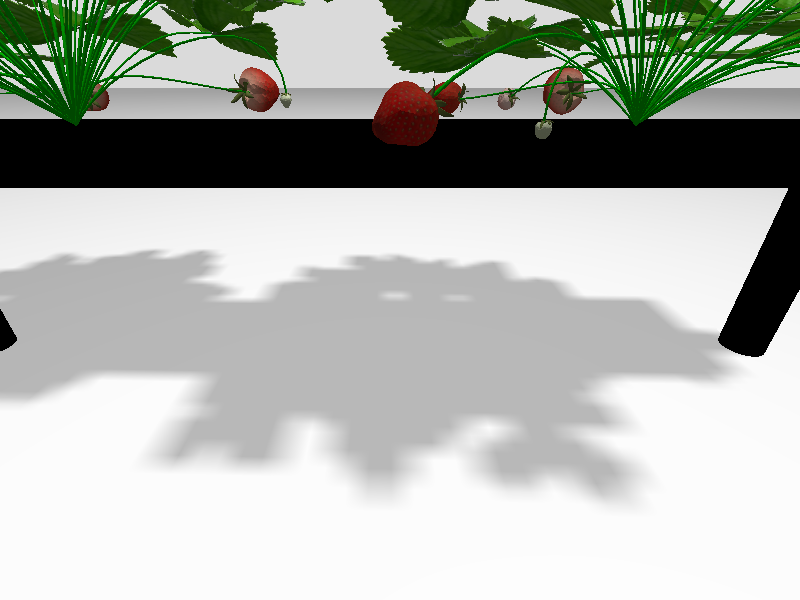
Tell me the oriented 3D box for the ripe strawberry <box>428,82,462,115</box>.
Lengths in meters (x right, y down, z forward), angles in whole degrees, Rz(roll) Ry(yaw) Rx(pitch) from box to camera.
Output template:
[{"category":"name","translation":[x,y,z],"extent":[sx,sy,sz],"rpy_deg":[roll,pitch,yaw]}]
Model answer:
[{"category":"ripe strawberry","translation":[0.042,-0.195,0.387],"extent":[0.034,0.029,0.034],"rpy_deg":[15,32,26]}]

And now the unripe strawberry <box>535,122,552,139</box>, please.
[{"category":"unripe strawberry","translation":[0.086,-0.102,0.241],"extent":[0.010,0.010,0.011],"rpy_deg":[-23,37,-35]}]

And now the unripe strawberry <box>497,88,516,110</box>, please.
[{"category":"unripe strawberry","translation":[0.120,-0.226,0.451],"extent":[0.020,0.022,0.021],"rpy_deg":[-13,14,-21]}]

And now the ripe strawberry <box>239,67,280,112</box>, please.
[{"category":"ripe strawberry","translation":[-0.155,-0.236,0.450],"extent":[0.042,0.044,0.046],"rpy_deg":[18,33,29]}]

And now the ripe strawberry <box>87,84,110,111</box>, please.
[{"category":"ripe strawberry","translation":[-0.332,-0.219,0.429],"extent":[0.035,0.030,0.035],"rpy_deg":[-15,32,-25]}]

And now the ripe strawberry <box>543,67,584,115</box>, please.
[{"category":"ripe strawberry","translation":[0.173,-0.224,0.430],"extent":[0.042,0.045,0.045],"rpy_deg":[-3,29,-6]}]

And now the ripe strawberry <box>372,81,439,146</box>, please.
[{"category":"ripe strawberry","translation":[0.001,-0.095,0.209],"extent":[0.035,0.030,0.035],"rpy_deg":[-35,40,-16]}]

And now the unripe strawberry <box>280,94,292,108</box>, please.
[{"category":"unripe strawberry","translation":[-0.103,-0.181,0.363],"extent":[0.010,0.011,0.011],"rpy_deg":[-10,31,-17]}]
